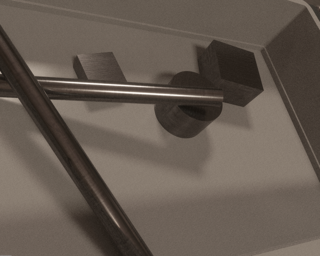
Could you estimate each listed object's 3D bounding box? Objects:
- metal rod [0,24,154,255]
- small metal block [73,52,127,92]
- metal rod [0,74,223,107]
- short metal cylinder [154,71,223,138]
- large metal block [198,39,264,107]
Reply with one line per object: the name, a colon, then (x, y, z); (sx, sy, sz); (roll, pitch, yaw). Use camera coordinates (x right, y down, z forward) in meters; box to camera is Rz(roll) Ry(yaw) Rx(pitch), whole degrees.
metal rod: (-0.095, 0.018, 0.312); (0.025, 0.025, 0.299); (-34, 91, -38)
small metal block: (-0.079, -0.071, 0.407); (0.050, 0.025, 0.050); (-15, 70, -34)
metal rod: (-0.072, -0.043, 0.355); (0.302, 0.025, 0.025); (2, 61, -14)
short metal cylinder: (0.039, -0.032, 0.432); (0.081, 0.050, 0.080); (14, 56, -21)
large metal block: (0.113, -0.088, 0.507); (0.081, 0.050, 0.080); (11, 57, -23)
